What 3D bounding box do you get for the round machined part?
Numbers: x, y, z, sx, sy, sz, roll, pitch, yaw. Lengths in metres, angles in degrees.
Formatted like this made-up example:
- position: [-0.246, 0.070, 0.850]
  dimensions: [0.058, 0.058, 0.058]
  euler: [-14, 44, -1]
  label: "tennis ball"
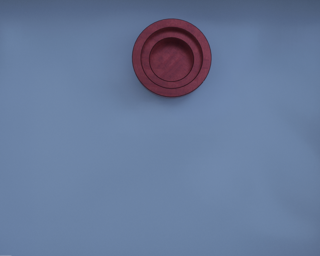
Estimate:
- position: [0.015, -0.087, 0.403]
  dimensions: [0.099, 0.042, 0.097]
  euler: [0, 90, 0]
  label: "round machined part"
